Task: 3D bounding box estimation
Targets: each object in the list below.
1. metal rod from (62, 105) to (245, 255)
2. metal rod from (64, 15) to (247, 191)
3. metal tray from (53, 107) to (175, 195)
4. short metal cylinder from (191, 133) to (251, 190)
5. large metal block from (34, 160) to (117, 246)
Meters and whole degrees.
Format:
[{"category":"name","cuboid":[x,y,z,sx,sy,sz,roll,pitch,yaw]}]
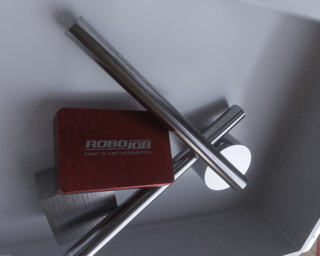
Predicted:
[{"category":"metal rod","cuboid":[0.005,0.066,0.404,0.301,0.025,0.025,-39,131,-20]},{"category":"metal rod","cuboid":[0.014,-0.011,0.371,0.025,0.025,0.300,-46,117,4]},{"category":"metal tray","cuboid":[-0.051,0.026,0.357,0.131,0.030,0.090,1,74,-28]},{"category":"short metal cylinder","cuboid":[0.089,0.047,0.469,0.081,0.050,0.079,-14,125,-21]},{"category":"large metal block","cuboid":[-0.101,0.088,0.387,0.081,0.050,0.079,-18,126,-19]}]
